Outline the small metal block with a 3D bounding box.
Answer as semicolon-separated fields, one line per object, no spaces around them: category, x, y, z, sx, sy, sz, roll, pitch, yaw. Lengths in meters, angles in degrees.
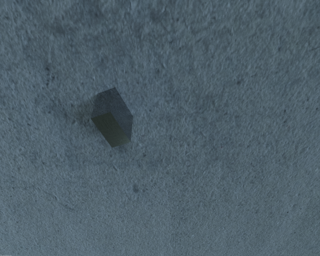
small metal block;-0.057;-0.013;0.379;0.025;0.050;0.050;-18;128;14
